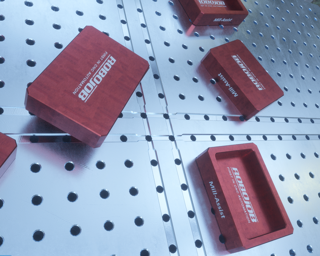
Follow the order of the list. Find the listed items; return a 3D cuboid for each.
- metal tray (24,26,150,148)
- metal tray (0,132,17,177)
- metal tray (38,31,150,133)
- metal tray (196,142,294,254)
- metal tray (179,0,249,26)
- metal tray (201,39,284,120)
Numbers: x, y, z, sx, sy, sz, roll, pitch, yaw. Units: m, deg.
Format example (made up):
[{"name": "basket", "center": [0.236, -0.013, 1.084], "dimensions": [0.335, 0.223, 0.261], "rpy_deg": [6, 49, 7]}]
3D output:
[{"name": "metal tray", "center": [-0.077, -0.052, 0.355], "dimensions": [0.090, 0.030, 0.130], "rpy_deg": [31, 52, -8]}, {"name": "metal tray", "center": [-0.202, 0.046, 0.268], "dimensions": [0.090, 0.030, 0.130], "rpy_deg": [30, 52, -9]}, {"name": "metal tray", "center": [-0.080, -0.059, 0.397], "dimensions": [0.090, 0.030, 0.130], "rpy_deg": [33, 51, -7]}, {"name": "metal tray", "center": [0.111, 0.087, 0.410], "dimensions": [0.091, 0.030, 0.130], "rpy_deg": [-4, 64, -30]}, {"name": "metal tray", "center": [0.103, -0.246, 0.609], "dimensions": [0.131, 0.030, 0.090], "rpy_deg": [-14, 69, -34]}, {"name": "metal tray", "center": [0.143, -0.087, 0.534], "dimensions": [0.091, 0.030, 0.130], "rpy_deg": [-28, 77, -37]}]
